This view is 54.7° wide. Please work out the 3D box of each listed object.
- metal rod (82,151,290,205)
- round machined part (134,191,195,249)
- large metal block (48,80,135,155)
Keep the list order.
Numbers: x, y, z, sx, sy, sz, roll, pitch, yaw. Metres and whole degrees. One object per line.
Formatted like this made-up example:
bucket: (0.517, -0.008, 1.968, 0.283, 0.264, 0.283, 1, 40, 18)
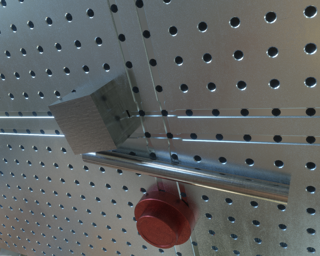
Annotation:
metal rod: (0.020, 0.062, 0.437, 0.301, 0.025, 0.025, 8, 122, 23)
round machined part: (0.002, 0.152, 0.491, 0.098, 0.042, 0.097, 13, 124, 20)
large metal block: (-0.094, -0.013, 0.435, 0.080, 0.050, 0.080, -10, 114, 32)
